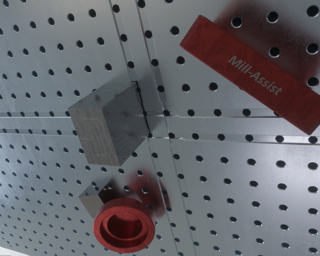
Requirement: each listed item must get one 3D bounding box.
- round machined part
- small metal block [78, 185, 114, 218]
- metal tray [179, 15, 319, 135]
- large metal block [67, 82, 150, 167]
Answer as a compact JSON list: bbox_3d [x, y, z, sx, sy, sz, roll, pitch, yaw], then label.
[{"bbox_3d":[-0.057,0.155,0.511,0.099,0.042,0.097,0,114,1],"label":"round machined part"},{"bbox_3d":[-0.108,0.132,0.550,0.050,0.025,0.050,-15,111,34],"label":"small metal block"},{"bbox_3d":[0.085,-0.050,0.290,0.130,0.090,0.030,36,106,4],"label":"metal tray"},{"bbox_3d":[-0.062,-0.007,0.404,0.050,0.080,0.080,1,119,28],"label":"large metal block"}]
